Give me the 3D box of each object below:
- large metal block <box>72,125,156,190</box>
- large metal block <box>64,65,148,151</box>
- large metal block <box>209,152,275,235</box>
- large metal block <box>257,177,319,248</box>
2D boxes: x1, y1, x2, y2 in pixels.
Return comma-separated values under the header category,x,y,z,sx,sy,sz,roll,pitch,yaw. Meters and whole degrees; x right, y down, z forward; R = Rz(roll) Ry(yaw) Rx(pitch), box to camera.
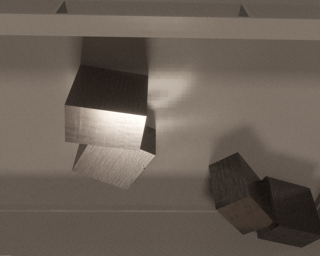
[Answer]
category,x,y,z,sx,sy,sz,roll,pitch,yaw
large metal block,-0.061,0.029,0.417,0.080,0.050,0.080,24,126,-20
large metal block,-0.058,-0.024,0.352,0.081,0.080,0.050,8,130,-7
large metal block,0.119,0.097,0.457,0.050,0.080,0.080,-30,124,22
large metal block,0.196,0.132,0.485,0.081,0.080,0.050,16,137,-14
